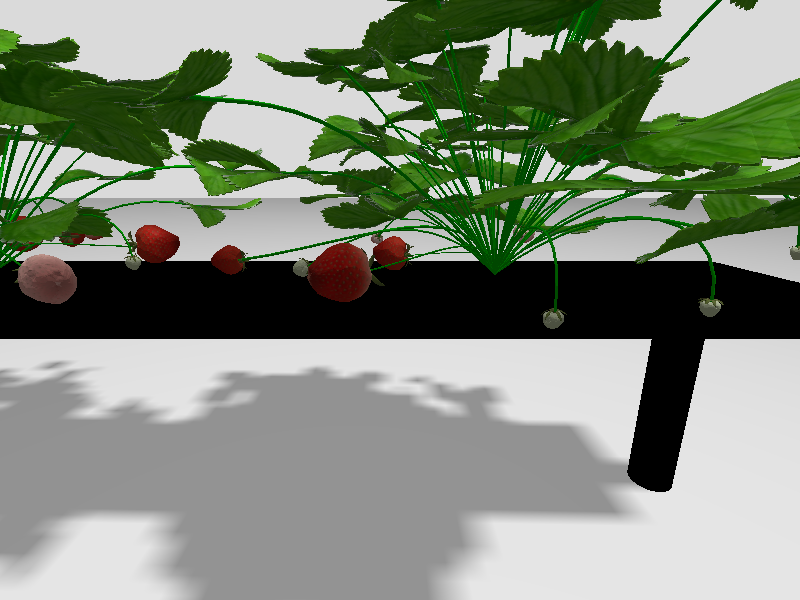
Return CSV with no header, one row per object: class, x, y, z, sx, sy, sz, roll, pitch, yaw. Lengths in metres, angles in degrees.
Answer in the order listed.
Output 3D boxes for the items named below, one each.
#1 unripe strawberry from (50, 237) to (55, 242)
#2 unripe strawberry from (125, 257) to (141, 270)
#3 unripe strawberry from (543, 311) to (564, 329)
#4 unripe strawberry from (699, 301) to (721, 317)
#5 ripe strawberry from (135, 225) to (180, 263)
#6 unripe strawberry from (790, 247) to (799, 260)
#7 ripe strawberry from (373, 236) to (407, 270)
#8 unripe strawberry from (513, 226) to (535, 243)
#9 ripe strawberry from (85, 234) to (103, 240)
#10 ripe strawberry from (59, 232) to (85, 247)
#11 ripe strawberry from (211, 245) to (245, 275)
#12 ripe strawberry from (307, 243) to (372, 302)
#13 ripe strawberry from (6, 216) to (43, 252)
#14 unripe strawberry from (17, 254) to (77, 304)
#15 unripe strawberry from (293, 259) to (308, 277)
unripe strawberry,-0.435,-0.078,0.498,0.011,0.011,0.011,-7,18,-24
unripe strawberry,-0.222,-0.030,0.334,0.011,0.011,0.011,2,16,8
unripe strawberry,0.082,0.011,0.214,0.011,0.010,0.010,0,16,1
unripe strawberry,0.169,0.005,0.219,0.009,0.010,0.010,-9,18,-30
ripe strawberry,-0.253,-0.059,0.419,0.040,0.040,0.037,-9,18,-30
unripe strawberry,0.296,-0.034,0.297,0.010,0.010,0.011,4,16,14
ripe strawberry,-0.010,-0.044,0.377,0.033,0.032,0.031,4,16,14
unripe strawberry,0.166,-0.087,0.537,0.028,0.025,0.026,7,-19,22
ripe strawberry,-0.448,-0.105,0.588,0.033,0.035,0.036,-5,-2,-18
ripe strawberry,-0.421,-0.084,0.516,0.026,0.030,0.028,-5,16,-18
ripe strawberry,-0.154,-0.036,0.357,0.027,0.026,0.025,0,16,1
ripe strawberry,-0.042,-0.017,0.271,0.042,0.041,0.039,-11,19,-32
ripe strawberry,-0.447,-0.079,0.476,0.037,0.042,0.040,-10,18,-31
unripe strawberry,-0.228,-0.013,0.261,0.032,0.033,0.029,11,20,33
unripe strawberry,-0.085,-0.027,0.345,0.014,0.015,0.013,-14,16,0
